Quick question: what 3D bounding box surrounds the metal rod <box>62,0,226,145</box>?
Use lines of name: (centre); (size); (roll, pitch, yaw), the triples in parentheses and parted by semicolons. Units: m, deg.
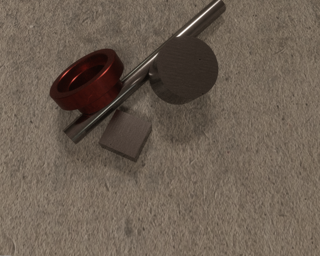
metal rod: (-0.013, -0.088, 0.440); (0.025, 0.025, 0.301); (42, 75, 13)

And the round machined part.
round machined part: (-0.089, -0.056, 0.402); (0.098, 0.042, 0.098); (-20, 38, 17)

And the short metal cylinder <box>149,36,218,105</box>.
short metal cylinder: (0.030, -0.074, 0.410); (0.081, 0.050, 0.080); (2, 84, -14)

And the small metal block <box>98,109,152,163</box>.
small metal block: (-0.044, 0.010, 0.404); (0.050, 0.025, 0.050); (23, 71, 8)
